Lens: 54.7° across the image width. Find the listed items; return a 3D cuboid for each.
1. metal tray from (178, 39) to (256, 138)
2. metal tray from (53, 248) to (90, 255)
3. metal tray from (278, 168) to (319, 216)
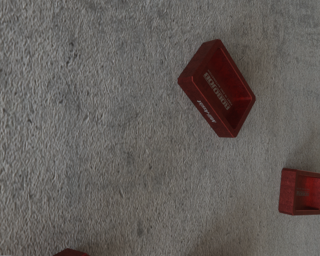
[{"bbox_3d":[0.092,-0.058,0.477,0.130,0.030,0.090,49,61,-29],"label":"metal tray"},{"bbox_3d":[-0.117,0.179,0.278,0.131,0.030,0.089,-9,96,-57],"label":"metal tray"},{"bbox_3d":[0.300,0.135,0.652,0.131,0.030,0.090,12,82,-39],"label":"metal tray"}]
